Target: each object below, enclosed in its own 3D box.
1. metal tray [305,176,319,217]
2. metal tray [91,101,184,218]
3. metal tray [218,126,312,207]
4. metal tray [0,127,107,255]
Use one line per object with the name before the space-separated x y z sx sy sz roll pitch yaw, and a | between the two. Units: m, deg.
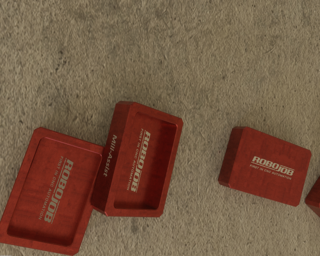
metal tray | 0.313 0.101 0.521 0.090 0.030 0.130 42 77 -15
metal tray | -0.024 0.040 0.379 0.091 0.030 0.129 17 84 -43
metal tray | 0.159 0.058 0.465 0.131 0.030 0.090 19 84 -19
metal tray | -0.121 0.072 0.361 0.091 0.030 0.129 20 83 -19
